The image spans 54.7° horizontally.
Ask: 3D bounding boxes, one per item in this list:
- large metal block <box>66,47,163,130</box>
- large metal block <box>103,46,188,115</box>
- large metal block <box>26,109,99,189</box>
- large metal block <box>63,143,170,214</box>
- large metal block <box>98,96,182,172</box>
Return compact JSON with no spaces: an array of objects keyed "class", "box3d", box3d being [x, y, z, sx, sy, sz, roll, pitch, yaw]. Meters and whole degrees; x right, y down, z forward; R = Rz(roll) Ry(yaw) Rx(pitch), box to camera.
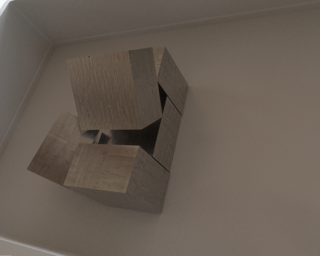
[{"class":"large metal block","box3d":[-0.049,-0.043,0.347,0.080,0.079,0.050,-1,17,27]},{"class":"large metal block","box3d":[-0.018,-0.057,0.411,0.080,0.080,0.050,-1,61,27]},{"class":"large metal block","box3d":[-0.121,0.032,0.400,0.050,0.080,0.080,28,72,-8]},{"class":"large metal block","box3d":[-0.046,0.058,0.354,0.080,0.080,0.050,0,62,28]},{"class":"large metal block","box3d":[-0.025,0.008,0.397,0.080,0.050,0.080,-1,61,27]}]
